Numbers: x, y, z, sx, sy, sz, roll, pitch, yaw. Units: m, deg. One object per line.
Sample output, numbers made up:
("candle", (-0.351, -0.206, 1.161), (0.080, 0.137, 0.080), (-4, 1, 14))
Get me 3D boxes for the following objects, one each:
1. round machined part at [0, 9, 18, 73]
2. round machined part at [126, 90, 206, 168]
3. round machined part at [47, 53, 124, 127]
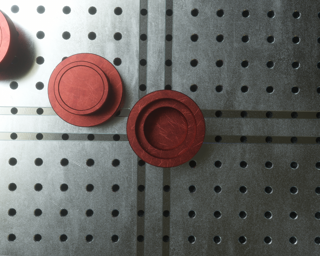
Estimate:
("round machined part", (-0.233, -0.113, 0.402), (0.099, 0.042, 0.097), (0, 90, -1))
("round machined part", (0.007, 0.001, 0.405), (0.099, 0.042, 0.097), (0, 90, -1))
("round machined part", (-0.098, -0.050, 0.404), (0.099, 0.042, 0.097), (0, 90, -1))
